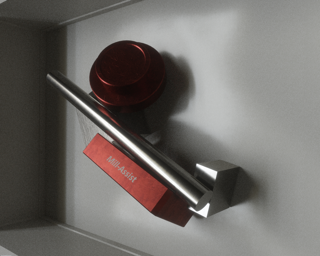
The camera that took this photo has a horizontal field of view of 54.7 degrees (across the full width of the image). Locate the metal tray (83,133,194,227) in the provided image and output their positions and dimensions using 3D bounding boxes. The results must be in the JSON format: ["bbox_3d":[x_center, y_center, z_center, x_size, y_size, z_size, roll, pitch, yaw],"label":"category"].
[{"bbox_3d":[-0.024,0.062,0.376,0.130,0.090,0.030,33,83,34],"label":"metal tray"}]

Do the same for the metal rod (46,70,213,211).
[{"bbox_3d":[-0.058,-0.002,0.384,0.300,0.025,0.025,36,112,33],"label":"metal rod"}]

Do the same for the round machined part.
[{"bbox_3d":[-0.043,-0.072,0.393,0.099,0.042,0.098,-3,65,7],"label":"round machined part"}]

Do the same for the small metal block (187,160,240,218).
[{"bbox_3d":[0.059,0.064,0.339,0.025,0.050,0.050,19,102,38],"label":"small metal block"}]

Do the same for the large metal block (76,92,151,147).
[{"bbox_3d":[-0.070,-0.013,0.443,0.080,0.050,0.080,-28,73,36],"label":"large metal block"}]
